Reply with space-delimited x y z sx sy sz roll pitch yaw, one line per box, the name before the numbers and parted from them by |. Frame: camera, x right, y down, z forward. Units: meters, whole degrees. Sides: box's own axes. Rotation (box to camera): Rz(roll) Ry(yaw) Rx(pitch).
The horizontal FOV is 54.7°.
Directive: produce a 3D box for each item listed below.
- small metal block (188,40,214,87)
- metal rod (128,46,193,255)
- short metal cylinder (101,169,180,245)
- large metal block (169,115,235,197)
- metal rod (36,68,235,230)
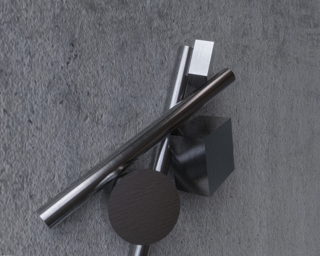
small metal block | 0.059 -0.089 0.439 0.050 0.025 0.050 56 46 -74
metal rod | 0.003 0.033 0.408 0.025 0.025 0.299 22 76 -38
short metal cylinder | -0.024 0.086 0.354 0.081 0.050 0.080 2 83 -19
large metal block | 0.060 0.034 0.420 0.081 0.050 0.079 -31 119 -49
metal rod | -0.010 0.009 0.375 0.302 0.025 0.025 -38 114 -26
